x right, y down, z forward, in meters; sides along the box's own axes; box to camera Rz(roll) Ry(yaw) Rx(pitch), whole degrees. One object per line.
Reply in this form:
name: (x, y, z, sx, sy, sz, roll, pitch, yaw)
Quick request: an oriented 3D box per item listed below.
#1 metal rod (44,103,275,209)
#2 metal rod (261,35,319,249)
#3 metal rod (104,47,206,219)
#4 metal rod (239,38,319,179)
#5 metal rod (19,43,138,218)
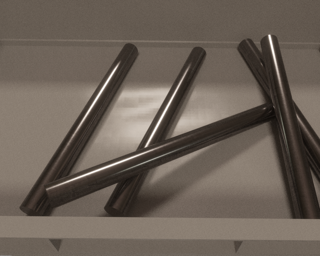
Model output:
metal rod: (0.022, 0.022, 0.362, 0.302, 0.025, 0.025, -19, 52, -25)
metal rod: (0.161, -0.007, 0.390, 0.025, 0.025, 0.300, 2, 57, 1)
metal rod: (0.008, -0.016, 0.418, 0.025, 0.025, 0.301, 17, 52, 14)
metal rod: (0.176, -0.029, 0.431, 0.025, 0.025, 0.300, -9, 51, -8)
metal rod: (-0.093, -0.020, 0.420, 0.025, 0.025, 0.300, 14, 51, 11)
